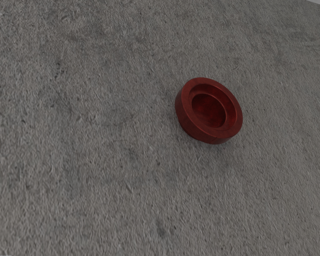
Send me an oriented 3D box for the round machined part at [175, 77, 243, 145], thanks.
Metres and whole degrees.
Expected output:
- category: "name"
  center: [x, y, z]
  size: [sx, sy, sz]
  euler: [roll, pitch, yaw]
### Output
- category: "round machined part"
  center: [0.064, -0.020, 0.439]
  size: [0.099, 0.042, 0.098]
  euler: [13, 56, -21]
